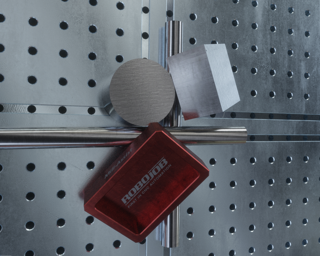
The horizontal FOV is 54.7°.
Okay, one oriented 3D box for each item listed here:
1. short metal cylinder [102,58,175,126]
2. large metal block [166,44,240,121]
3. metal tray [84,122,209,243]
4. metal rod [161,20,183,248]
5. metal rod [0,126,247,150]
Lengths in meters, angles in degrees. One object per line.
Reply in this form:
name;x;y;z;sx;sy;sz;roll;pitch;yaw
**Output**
short metal cylinder;-0.028;-0.042;0.388;0.081;0.050;0.079;0;90;-20
large metal block;0.059;-0.061;0.400;0.080;0.050;0.080;-27;102;-58
metal tray;-0.017;0.068;0.376;0.090;0.030;0.130;41;98;-22
metal rod;0.017;0.008;0.419;0.025;0.025;0.298;1;90;-20
metal rod;-0.036;0.011;0.382;0.302;0.025;0.025;0;90;-13
